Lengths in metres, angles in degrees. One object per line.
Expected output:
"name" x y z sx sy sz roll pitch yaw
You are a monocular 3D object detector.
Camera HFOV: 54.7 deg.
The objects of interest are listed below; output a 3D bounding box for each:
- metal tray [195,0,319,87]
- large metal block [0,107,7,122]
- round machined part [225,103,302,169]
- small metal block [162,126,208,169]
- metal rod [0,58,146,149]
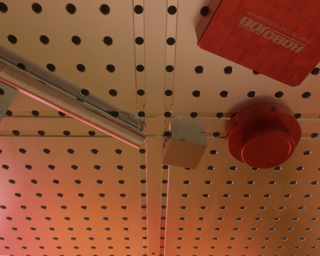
"metal tray" 0.115 -0.105 0.321 0.131 0.030 0.089 18 128 -16
"large metal block" -0.257 -0.010 0.383 0.080 0.050 0.080 -33 123 24
"round machined part" 0.141 0.017 0.418 0.099 0.042 0.097 -1 130 0
"small metal block" 0.034 0.029 0.437 0.050 0.025 0.050 11 129 -10
"metal rod" -0.149 -0.049 0.367 0.301 0.025 0.025 28 124 -23
